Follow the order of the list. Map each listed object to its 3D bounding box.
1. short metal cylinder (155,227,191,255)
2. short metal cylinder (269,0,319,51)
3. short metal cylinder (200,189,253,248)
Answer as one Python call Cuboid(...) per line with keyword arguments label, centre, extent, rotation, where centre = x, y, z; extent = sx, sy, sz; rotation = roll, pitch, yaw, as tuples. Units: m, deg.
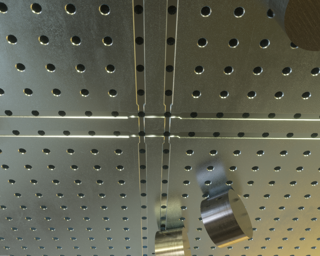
Cuboid(label="short metal cylinder", centre=(0.026, 0.228, 0.570), extent=(0.050, 0.080, 0.080), rotation=(-12, 129, 10))
Cuboid(label="short metal cylinder", centre=(0.152, -0.121, 0.295), extent=(0.081, 0.050, 0.079), rotation=(-1, 130, 0))
Cuboid(label="short metal cylinder", centre=(0.108, 0.146, 0.502), extent=(0.050, 0.080, 0.080), rotation=(-29, 125, 22))
